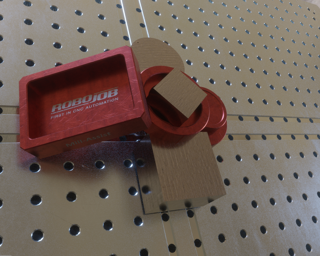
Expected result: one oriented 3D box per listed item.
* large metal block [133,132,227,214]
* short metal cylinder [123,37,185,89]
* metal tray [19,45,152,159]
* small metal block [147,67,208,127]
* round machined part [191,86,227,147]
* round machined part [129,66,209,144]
[{"bbox_3d":[0.021,0.051,0.368,0.081,0.050,0.080,1,62,-28],"label":"large metal block"},{"bbox_3d":[-0.013,-0.078,0.432,0.081,0.050,0.080,14,56,-21],"label":"short metal cylinder"},{"bbox_3d":[-0.082,-0.028,0.331,0.131,0.030,0.090,-16,65,5],"label":"metal tray"},{"bbox_3d":[0.019,-0.036,0.361,0.050,0.025,0.050,41,51,0],"label":"small metal block"},{"bbox_3d":[0.054,-0.020,0.436,0.099,0.042,0.098,14,56,-21],"label":"round machined part"},{"bbox_3d":[0.008,-0.024,0.379,0.099,0.042,0.098,14,56,-21],"label":"round machined part"}]
